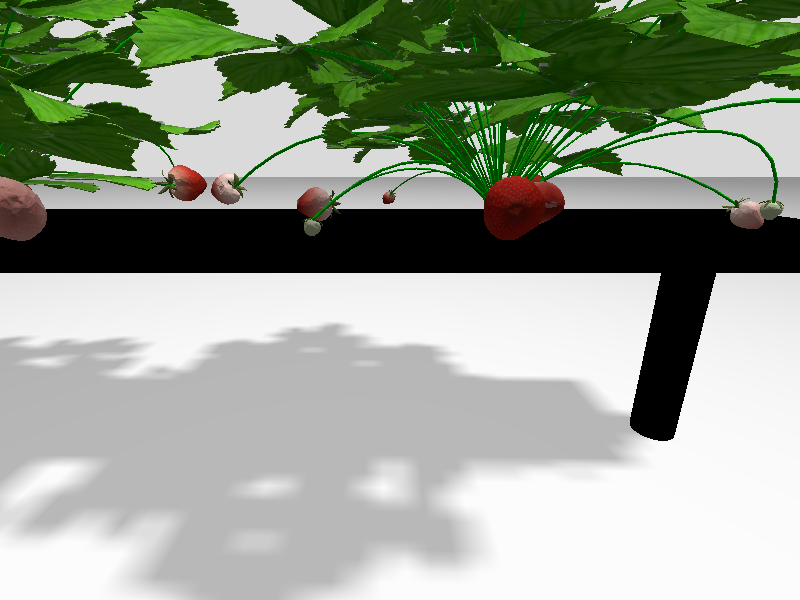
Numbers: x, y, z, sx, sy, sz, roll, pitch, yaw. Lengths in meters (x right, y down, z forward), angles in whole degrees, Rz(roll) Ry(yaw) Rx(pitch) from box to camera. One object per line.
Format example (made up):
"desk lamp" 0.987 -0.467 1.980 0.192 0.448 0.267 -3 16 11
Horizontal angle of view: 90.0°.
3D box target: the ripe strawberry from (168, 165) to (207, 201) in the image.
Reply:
"ripe strawberry" -0.260 -0.144 0.494 0.041 0.043 0.044 11 21 31

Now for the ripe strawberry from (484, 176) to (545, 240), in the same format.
"ripe strawberry" 0.065 -0.051 0.228 0.034 0.036 0.037 3 19 9

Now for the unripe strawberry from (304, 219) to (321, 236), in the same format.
"unripe strawberry" -0.052 -0.042 0.236 0.010 0.010 0.009 20 1 -43

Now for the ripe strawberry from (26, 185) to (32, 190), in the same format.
"ripe strawberry" -0.411 -0.115 0.433 0.024 0.025 0.026 -8 20 -24

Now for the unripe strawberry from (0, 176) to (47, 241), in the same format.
"unripe strawberry" -0.210 -0.048 0.215 0.033 0.034 0.030 15 24 37

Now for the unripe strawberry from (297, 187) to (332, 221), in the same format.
"unripe strawberry" -0.064 -0.070 0.296 0.025 0.024 0.027 -8 20 -16

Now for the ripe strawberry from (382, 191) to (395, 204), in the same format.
"ripe strawberry" -0.013 -0.111 0.437 0.015 0.013 0.015 -17 -18 -41

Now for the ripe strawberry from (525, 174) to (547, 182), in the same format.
"ripe strawberry" 0.138 -0.117 0.423 0.036 0.031 0.036 11 21 30

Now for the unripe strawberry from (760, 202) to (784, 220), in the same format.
"unripe strawberry" 0.234 -0.056 0.253 0.011 0.011 0.011 11 21 30

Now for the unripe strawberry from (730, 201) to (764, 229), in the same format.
"unripe strawberry" 0.228 -0.055 0.262 0.017 0.019 0.019 -48 -11 33

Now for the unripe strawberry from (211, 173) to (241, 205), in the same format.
"unripe strawberry" -0.186 -0.118 0.428 0.030 0.032 0.028 -6 15 21
